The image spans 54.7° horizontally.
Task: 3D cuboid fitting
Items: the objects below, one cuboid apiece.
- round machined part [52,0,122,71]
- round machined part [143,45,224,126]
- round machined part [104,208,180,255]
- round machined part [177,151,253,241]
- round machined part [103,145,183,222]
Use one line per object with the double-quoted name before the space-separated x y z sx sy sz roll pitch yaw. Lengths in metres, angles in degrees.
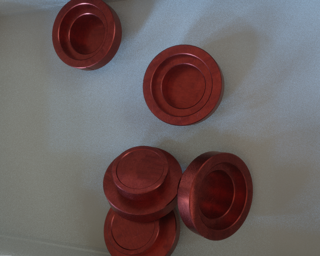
"round machined part" -0.097 -0.129 0.434 0.098 0.042 0.097 0 90 19
"round machined part" 0.032 -0.051 0.390 0.098 0.042 0.097 0 90 19
"round machined part" -0.027 0.125 0.392 0.098 0.042 0.098 -7 65 15
"round machined part" 0.059 0.076 0.361 0.042 0.099 0.097 2 91 56
"round machined part" -0.021 0.060 0.380 0.099 0.042 0.098 -3 48 4
